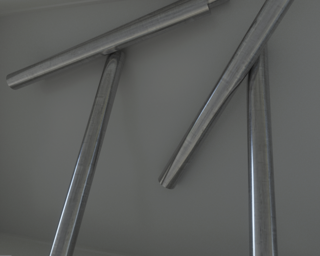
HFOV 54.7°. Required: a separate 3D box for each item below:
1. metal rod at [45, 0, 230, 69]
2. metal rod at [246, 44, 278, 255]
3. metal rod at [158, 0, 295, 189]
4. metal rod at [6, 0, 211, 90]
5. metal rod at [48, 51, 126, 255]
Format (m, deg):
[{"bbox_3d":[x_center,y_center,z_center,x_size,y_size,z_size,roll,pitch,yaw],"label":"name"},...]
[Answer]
[{"bbox_3d":[-0.054,-0.127,0.428,0.301,0.025,0.025,-17,85,18],"label":"metal rod"},{"bbox_3d":[0.102,0.038,0.314,0.025,0.025,0.299,-3,66,19],"label":"metal rod"},{"bbox_3d":[0.077,-0.049,0.355,0.025,0.025,0.298,36,111,16],"label":"metal rod"},{"bbox_3d":[-0.081,-0.108,0.413,0.301,0.025,0.025,-16,85,18],"label":"metal rod"},{"bbox_3d":[-0.088,0.035,0.380,0.025,0.025,0.299,4,68,19],"label":"metal rod"}]
